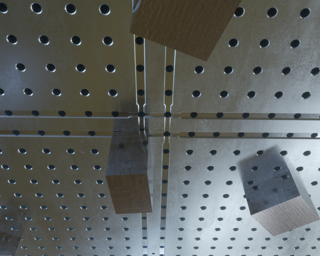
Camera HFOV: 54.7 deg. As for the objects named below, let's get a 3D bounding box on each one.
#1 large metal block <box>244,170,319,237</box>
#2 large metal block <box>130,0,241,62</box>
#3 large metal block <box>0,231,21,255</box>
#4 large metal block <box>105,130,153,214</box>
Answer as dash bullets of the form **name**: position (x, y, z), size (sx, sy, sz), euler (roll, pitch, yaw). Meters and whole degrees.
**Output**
- **large metal block**: position (0.197, 0.124, 0.504), size (0.080, 0.050, 0.080), euler (-31, 124, 23)
- **large metal block**: position (0.024, -0.121, 0.292), size (0.081, 0.050, 0.079), euler (17, 128, -15)
- **large metal block**: position (-0.317, 0.255, 0.588), size (0.050, 0.080, 0.080), euler (29, 124, -23)
- **large metal block**: position (-0.038, 0.060, 0.426), size (0.050, 0.080, 0.079), euler (-3, 130, 2)
